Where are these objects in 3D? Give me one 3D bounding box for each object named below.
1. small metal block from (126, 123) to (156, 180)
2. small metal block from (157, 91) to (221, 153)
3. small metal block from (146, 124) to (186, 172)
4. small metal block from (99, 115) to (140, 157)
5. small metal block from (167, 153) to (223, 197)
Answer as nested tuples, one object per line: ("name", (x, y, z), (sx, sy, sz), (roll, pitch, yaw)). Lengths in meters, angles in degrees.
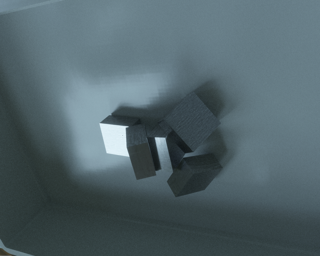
("small metal block", (-0.025, 0.029, 0.397), (0.025, 0.050, 0.050), (-14, 119, -1))
("small metal block", (0.034, -0.006, 0.364), (0.050, 0.050, 0.025), (48, 161, -6))
("small metal block", (0.010, 0.021, 0.397), (0.025, 0.050, 0.050), (1, 119, 27))
("small metal block", (-0.053, 0.012, 0.438), (0.050, 0.025, 0.050), (6, 121, 24))
("small metal block", (0.044, 0.061, 0.400), (0.025, 0.050, 0.050), (58, 136, 32))
